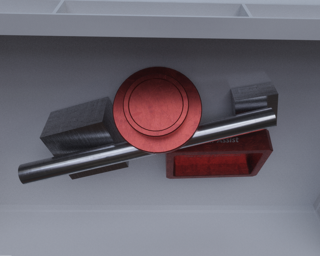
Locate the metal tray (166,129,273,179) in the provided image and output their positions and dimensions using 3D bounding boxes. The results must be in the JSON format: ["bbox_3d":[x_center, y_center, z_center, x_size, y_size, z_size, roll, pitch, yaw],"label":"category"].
[{"bbox_3d":[0.073,0.037,0.418,0.131,0.030,0.090,-2,150,0],"label":"metal tray"}]

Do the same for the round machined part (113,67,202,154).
[{"bbox_3d":[-0.003,-0.021,0.339,0.099,0.097,0.042,-4,171,2],"label":"round machined part"}]

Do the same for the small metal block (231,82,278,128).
[{"bbox_3d":[0.118,-0.025,0.387,0.050,0.025,0.050,-9,130,7],"label":"small metal block"}]

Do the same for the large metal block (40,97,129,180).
[{"bbox_3d":[-0.091,0.015,0.401,0.080,0.050,0.080,-14,129,11],"label":"large metal block"}]

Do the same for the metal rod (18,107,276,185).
[{"bbox_3d":[-0.015,0.021,0.366,0.302,0.025,0.025,-13,130,1],"label":"metal rod"}]
